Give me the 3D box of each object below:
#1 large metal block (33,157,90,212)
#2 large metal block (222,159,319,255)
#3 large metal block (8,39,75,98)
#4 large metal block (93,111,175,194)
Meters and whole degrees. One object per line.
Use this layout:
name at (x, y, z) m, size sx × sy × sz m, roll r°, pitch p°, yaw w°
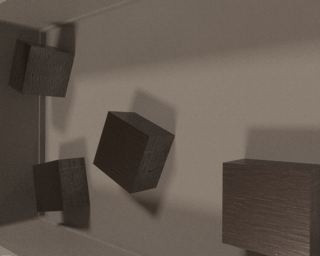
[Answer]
large metal block at (-0.169, 0.096, 0.527) m, size 0.080 × 0.050 × 0.080 m, roll -14°, pitch 81°, yaw 38°
large metal block at (0.109, 0.074, 0.300) m, size 0.080 × 0.050 × 0.079 m, roll 1°, pitch 91°, yaw 39°
large metal block at (-0.204, -0.101, 0.536) m, size 0.050 × 0.081 × 0.079 m, roll 28°, pitch 108°, yaw 36°
large metal block at (-0.037, 0.030, 0.419) m, size 0.080 × 0.050 × 0.079 m, roll 30°, pitch 109°, yaw 35°
